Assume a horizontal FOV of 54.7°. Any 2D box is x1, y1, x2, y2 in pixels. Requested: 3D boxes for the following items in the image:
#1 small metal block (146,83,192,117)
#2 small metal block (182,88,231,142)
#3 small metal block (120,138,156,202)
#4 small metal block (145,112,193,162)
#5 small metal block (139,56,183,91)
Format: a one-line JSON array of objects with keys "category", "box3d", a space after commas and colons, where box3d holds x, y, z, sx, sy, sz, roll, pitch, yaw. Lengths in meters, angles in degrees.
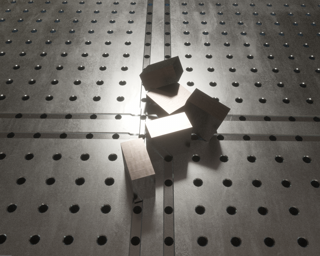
[{"category": "small metal block", "box3d": [0.016, -0.037, 0.439, 0.050, 0.025, 0.050, -32, 57, -25]}, {"category": "small metal block", "box3d": [0.055, -0.016, 0.399, 0.050, 0.050, 0.025, 33, 56, 8]}, {"category": "small metal block", "box3d": [-0.025, 0.048, 0.351, 0.025, 0.050, 0.050, -14, 52, -12]}, {"category": "small metal block", "box3d": [0.010, 0.012, 0.382, 0.050, 0.050, 0.025, -15, 52, -12]}, {"category": "small metal block", "box3d": [0.003, -0.080, 0.453, 0.050, 0.025, 0.050, -14, 23, 19]}]
